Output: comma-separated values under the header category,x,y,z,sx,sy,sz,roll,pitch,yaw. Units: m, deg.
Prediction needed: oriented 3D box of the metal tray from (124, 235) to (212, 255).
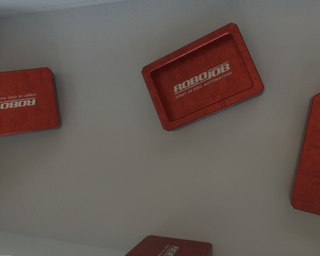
category,x,y,z,sx,sy,sz,roll,pitch,yaw
metal tray,0.004,0.163,0.353,0.090,0.130,0.030,0,90,20

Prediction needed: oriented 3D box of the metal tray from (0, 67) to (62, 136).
category,x,y,z,sx,sy,sz,roll,pitch,yaw
metal tray,-0.219,-0.035,0.453,0.131,0.030,0.089,-9,87,-11

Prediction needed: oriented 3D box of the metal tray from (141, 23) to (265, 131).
category,x,y,z,sx,sy,sz,roll,pitch,yaw
metal tray,0.052,-0.060,0.389,0.130,0.030,0.090,-23,82,18

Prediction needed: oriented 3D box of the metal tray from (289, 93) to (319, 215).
category,x,y,z,sx,sy,sz,roll,pitch,yaw
metal tray,0.201,0.033,0.337,0.090,0.030,0.129,12,94,19
